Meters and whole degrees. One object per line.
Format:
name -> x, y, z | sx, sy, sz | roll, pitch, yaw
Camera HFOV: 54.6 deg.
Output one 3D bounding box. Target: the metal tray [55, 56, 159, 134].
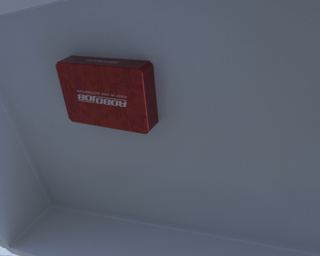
metal tray -> -0.070, -0.046, 0.415 | 0.130, 0.030, 0.089 | 9, 123, 23
